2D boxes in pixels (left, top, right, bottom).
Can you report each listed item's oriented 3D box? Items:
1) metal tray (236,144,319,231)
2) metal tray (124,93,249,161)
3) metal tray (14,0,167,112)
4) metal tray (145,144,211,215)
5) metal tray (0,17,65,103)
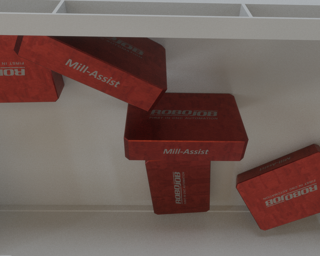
[{"bbox_3d":[0.192,0.091,0.462,0.130,0.030,0.090,-27,100,21],"label":"metal tray"},{"bbox_3d":[0.027,-0.004,0.363,0.131,0.090,0.030,1,130,-1],"label":"metal tray"},{"bbox_3d":[-0.058,-0.076,0.300,0.131,0.090,0.030,23,126,-19],"label":"metal tray"},{"bbox_3d":[0.030,0.082,0.476,0.091,0.030,0.129,-4,130,3],"label":"metal tray"},{"bbox_3d":[-0.183,-0.072,0.342,0.131,0.030,0.089,-1,130,0],"label":"metal tray"}]
